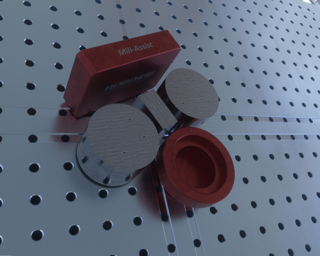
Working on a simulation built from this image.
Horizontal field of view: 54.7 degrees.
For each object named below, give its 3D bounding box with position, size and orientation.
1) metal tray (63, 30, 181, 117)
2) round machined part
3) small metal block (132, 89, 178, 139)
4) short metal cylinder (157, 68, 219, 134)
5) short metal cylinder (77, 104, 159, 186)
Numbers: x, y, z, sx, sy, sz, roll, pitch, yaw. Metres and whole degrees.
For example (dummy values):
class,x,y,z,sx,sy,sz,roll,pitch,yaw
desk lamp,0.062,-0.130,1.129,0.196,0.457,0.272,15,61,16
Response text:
class,x,y,z,sx,sy,sz,roll,pitch,yaw
metal tray,-0.045,-0.067,0.377,0.131,0.090,0.030,-26,77,-36
round machined part,0.040,0.051,0.382,0.099,0.042,0.098,14,56,-21
small metal block,-0.012,-0.012,0.387,0.025,0.050,0.050,-28,78,-37
short metal cylinder,0.033,-0.035,0.426,0.081,0.050,0.080,14,56,-21
short metal cylinder,-0.048,0.019,0.350,0.081,0.050,0.080,14,56,-21
